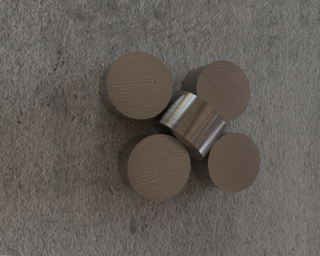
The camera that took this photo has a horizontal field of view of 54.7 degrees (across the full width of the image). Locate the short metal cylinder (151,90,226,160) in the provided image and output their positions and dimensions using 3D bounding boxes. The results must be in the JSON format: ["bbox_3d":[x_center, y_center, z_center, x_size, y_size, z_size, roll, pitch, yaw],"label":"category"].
[{"bbox_3d":[0.036,-0.003,0.396,0.080,0.080,0.050,41,77,-16],"label":"short metal cylinder"}]

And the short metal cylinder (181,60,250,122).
[{"bbox_3d":[0.075,-0.048,0.424,0.081,0.050,0.079,0,90,-21],"label":"short metal cylinder"}]

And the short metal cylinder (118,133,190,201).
[{"bbox_3d":[-0.009,0.047,0.394,0.081,0.050,0.079,0,90,-21],"label":"short metal cylinder"}]

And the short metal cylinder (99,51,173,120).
[{"bbox_3d":[-0.031,-0.050,0.385,0.081,0.050,0.079,0,90,-21],"label":"short metal cylinder"}]

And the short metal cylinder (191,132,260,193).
[{"bbox_3d":[0.090,0.045,0.431,0.081,0.050,0.079,0,90,-21],"label":"short metal cylinder"}]
